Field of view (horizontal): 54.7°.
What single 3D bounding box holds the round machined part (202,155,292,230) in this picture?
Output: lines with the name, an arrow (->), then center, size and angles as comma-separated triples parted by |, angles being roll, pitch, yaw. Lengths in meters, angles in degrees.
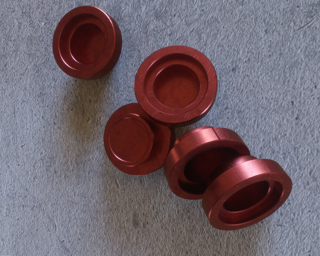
round machined part -> 0.092, 0.069, 0.348 | 0.098, 0.098, 0.042 | -41, 42, 15

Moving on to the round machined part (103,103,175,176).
round machined part -> -0.033, 0.015, 0.411 | 0.098, 0.042, 0.097 | 0, 90, 20

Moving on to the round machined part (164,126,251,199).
round machined part -> 0.051, 0.036, 0.362 | 0.098, 0.098, 0.042 | -41, 41, 15

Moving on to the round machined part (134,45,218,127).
round machined part -> 0.021, -0.048, 0.383 | 0.098, 0.042, 0.098 | -2, 77, 8

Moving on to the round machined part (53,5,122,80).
round machined part -> -0.097, -0.115, 0.434 | 0.098, 0.042, 0.097 | 0, 90, 20
